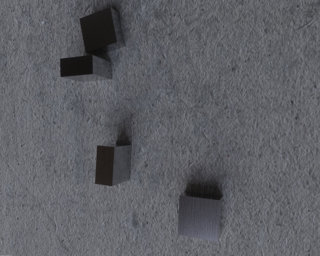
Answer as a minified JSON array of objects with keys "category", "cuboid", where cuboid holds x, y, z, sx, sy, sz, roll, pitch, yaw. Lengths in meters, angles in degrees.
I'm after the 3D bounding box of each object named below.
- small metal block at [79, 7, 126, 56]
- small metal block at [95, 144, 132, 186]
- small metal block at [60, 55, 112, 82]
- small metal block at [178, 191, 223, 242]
[{"category":"small metal block","cuboid":[-0.081,-0.135,0.438,0.050,0.025,0.050,-12,86,19]},{"category":"small metal block","cuboid":[-0.062,0.048,0.417,0.025,0.050,0.050,4,92,20]},{"category":"small metal block","cuboid":[-0.102,-0.082,0.432,0.050,0.050,0.025,-1,90,20]},{"category":"small metal block","cuboid":[0.051,0.110,0.391,0.050,0.025,0.050,3,91,20]}]
